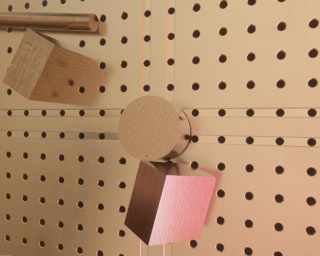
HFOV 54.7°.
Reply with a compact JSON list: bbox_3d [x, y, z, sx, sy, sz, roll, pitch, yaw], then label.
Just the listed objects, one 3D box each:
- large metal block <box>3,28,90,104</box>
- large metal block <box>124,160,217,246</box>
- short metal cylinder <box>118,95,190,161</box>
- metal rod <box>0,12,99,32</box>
[{"bbox_3d":[-0.158,-0.083,0.439,0.050,0.080,0.080,33,101,17],"label":"large metal block"},{"bbox_3d":[0.013,0.087,0.371,0.050,0.081,0.080,21,98,50],"label":"large metal block"},{"bbox_3d":[-0.006,0.002,0.397,0.080,0.050,0.080,-2,83,18],"label":"short metal cylinder"},{"bbox_3d":[-0.236,-0.173,0.495,0.301,0.025,0.025,8,93,19],"label":"metal rod"}]
